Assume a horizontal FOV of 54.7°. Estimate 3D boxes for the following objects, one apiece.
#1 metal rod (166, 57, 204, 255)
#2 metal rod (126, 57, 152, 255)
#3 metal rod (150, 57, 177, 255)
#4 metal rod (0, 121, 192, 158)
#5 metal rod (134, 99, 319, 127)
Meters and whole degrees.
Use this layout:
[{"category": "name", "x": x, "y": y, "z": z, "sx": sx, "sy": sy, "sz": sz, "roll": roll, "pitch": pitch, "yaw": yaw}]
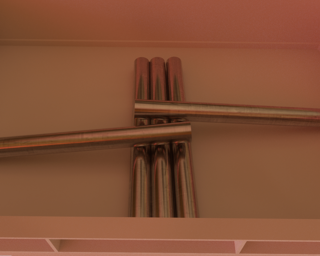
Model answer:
[{"category": "metal rod", "x": 0.026, "y": 0.012, "z": 0.394, "sx": 0.025, "sy": 0.025, "sz": 0.300, "roll": -1, "pitch": 50, "yaw": -1}, {"category": "metal rod", "x": -0.024, "y": 0.013, "z": 0.392, "sx": 0.025, "sy": 0.025, "sz": 0.300, "roll": -1, "pitch": 50, "yaw": -1}, {"category": "metal rod", "x": 0.000, "y": 0.012, "z": 0.393, "sx": 0.025, "sy": 0.025, "sz": 0.300, "roll": -1, "pitch": 50, "yaw": -1}, {"category": "metal rod", "x": -0.114, "y": 0.017, "z": 0.367, "sx": 0.302, "sy": 0.025, "sz": 0.025, "roll": -5, "pitch": 50, "yaw": 3}, {"category": "metal rod", "x": 0.119, "y": -0.017, "z": 0.397, "sx": 0.302, "sy": 0.025, "sz": 0.025, "roll": 2, "pitch": 50, "yaw": -7}]
